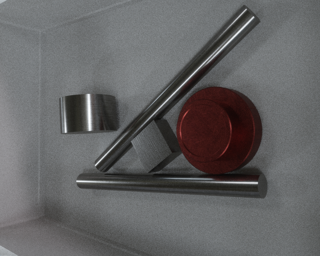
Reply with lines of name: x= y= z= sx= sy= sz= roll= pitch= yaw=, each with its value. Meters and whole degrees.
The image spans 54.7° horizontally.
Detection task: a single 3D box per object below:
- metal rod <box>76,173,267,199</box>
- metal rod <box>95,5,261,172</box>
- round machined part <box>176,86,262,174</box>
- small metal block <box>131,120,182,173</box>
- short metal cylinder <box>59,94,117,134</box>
metal rod: x=-0.010 y=0.073 z=0.411 sx=0.300 sy=0.025 sz=0.025 roll=-7 pitch=86 yaw=39
metal rod: x=0.004 y=-0.031 z=0.400 sx=0.299 sy=0.025 sz=0.025 roll=-44 pitch=64 yaw=31
round machined part: x=0.058 y=0.003 z=0.343 sx=0.098 sy=0.042 sz=0.097 roll=0 pitch=90 yaw=39
small metal block: x=-0.004 y=0.024 z=0.406 sx=0.050 sy=0.025 sz=0.050 roll=-43 pitch=65 yaw=31
short metal cylinder: x=-0.104 y=-0.018 z=0.453 sx=0.080 sy=0.081 sz=0.050 roll=-6 pitch=86 yaw=39
